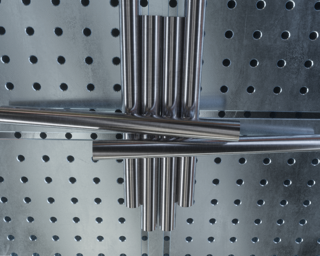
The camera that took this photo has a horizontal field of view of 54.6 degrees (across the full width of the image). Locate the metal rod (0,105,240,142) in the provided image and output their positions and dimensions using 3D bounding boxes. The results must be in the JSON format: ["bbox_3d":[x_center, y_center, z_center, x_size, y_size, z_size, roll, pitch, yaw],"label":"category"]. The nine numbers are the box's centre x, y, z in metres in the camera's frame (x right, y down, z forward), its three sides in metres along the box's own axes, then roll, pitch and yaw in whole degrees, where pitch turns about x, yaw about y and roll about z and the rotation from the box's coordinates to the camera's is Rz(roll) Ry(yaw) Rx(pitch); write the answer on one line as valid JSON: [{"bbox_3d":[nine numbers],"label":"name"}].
[{"bbox_3d":[-0.056,-0.007,0.386,0.301,0.025,0.025,4,110,8],"label":"metal rod"}]

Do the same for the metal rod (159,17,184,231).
[{"bbox_3d":[0.013,0.008,0.417,0.025,0.025,0.298,1,110,0],"label":"metal rod"}]

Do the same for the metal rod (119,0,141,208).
[{"bbox_3d":[-0.037,-0.030,0.401,0.025,0.025,0.298,1,110,0],"label":"metal rod"}]

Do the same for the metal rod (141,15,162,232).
[{"bbox_3d":[-0.013,0.008,0.415,0.025,0.025,0.298,1,110,-1],"label":"metal rod"}]

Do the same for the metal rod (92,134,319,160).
[{"bbox_3d":[0.068,0.024,0.400,0.302,0.025,0.025,-1,110,-9],"label":"metal rod"}]

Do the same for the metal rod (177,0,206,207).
[{"bbox_3d":[0.039,-0.031,0.401,0.025,0.025,0.298,1,110,0],"label":"metal rod"}]
